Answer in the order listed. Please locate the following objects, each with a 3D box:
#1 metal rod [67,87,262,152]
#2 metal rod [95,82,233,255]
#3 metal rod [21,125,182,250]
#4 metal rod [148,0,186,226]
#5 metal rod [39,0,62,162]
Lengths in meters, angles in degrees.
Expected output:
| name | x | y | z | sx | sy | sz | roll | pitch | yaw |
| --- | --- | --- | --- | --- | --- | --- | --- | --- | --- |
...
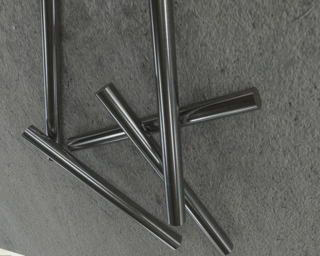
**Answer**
| name | x | y | z | sx | sy | sz | roll | pitch | yaw |
| --- | --- | --- | --- | --- | --- | --- | --- | --- | --- |
| metal rod | -0.017 | -0.003 | 0.414 | 0.300 | 0.025 | 0.025 | -13 | 112 | 33 |
| metal rod | 0.016 | 0.067 | 0.417 | 0.025 | 0.025 | 0.299 | -21 | 114 | 36 |
| metal rod | -0.089 | 0.097 | 0.495 | 0.300 | 0.025 | 0.025 | 38 | 129 | -6 |
| metal rod | 0.010 | -0.018 | 0.359 | 0.025 | 0.025 | 0.298 | 5 | 111 | 26 |
| metal rod | -0.154 | -0.069 | 0.445 | 0.025 | 0.025 | 0.298 | 23 | 127 | 14 |
